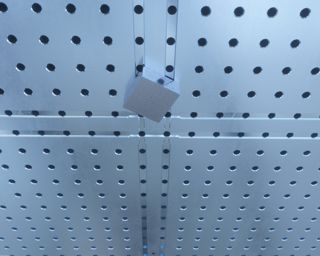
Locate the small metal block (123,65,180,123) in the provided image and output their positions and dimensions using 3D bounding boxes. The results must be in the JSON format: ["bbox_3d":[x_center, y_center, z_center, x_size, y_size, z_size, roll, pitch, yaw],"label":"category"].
[{"bbox_3d":[-0.011,-0.040,0.378,0.050,0.025,0.050,24,126,-19],"label":"small metal block"}]
